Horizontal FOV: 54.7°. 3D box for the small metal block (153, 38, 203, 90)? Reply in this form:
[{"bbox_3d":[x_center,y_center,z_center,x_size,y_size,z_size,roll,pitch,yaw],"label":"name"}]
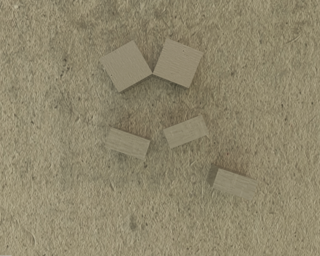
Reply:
[{"bbox_3d":[0.023,-0.083,0.410,0.050,0.025,0.050,22,90,0],"label":"small metal block"}]

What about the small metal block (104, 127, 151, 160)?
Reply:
[{"bbox_3d":[-0.039,0.019,0.397,0.050,0.050,0.025,19,90,0],"label":"small metal block"}]

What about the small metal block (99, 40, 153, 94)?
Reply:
[{"bbox_3d":[-0.043,-0.079,0.409,0.050,0.025,0.050,-30,90,0],"label":"small metal block"}]

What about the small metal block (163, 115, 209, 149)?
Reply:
[{"bbox_3d":[0.031,0.004,0.398,0.050,0.050,0.025,-21,90,0],"label":"small metal block"}]

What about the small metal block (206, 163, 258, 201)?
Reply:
[{"bbox_3d":[0.091,0.068,0.398,0.050,0.050,0.025,19,90,0],"label":"small metal block"}]
